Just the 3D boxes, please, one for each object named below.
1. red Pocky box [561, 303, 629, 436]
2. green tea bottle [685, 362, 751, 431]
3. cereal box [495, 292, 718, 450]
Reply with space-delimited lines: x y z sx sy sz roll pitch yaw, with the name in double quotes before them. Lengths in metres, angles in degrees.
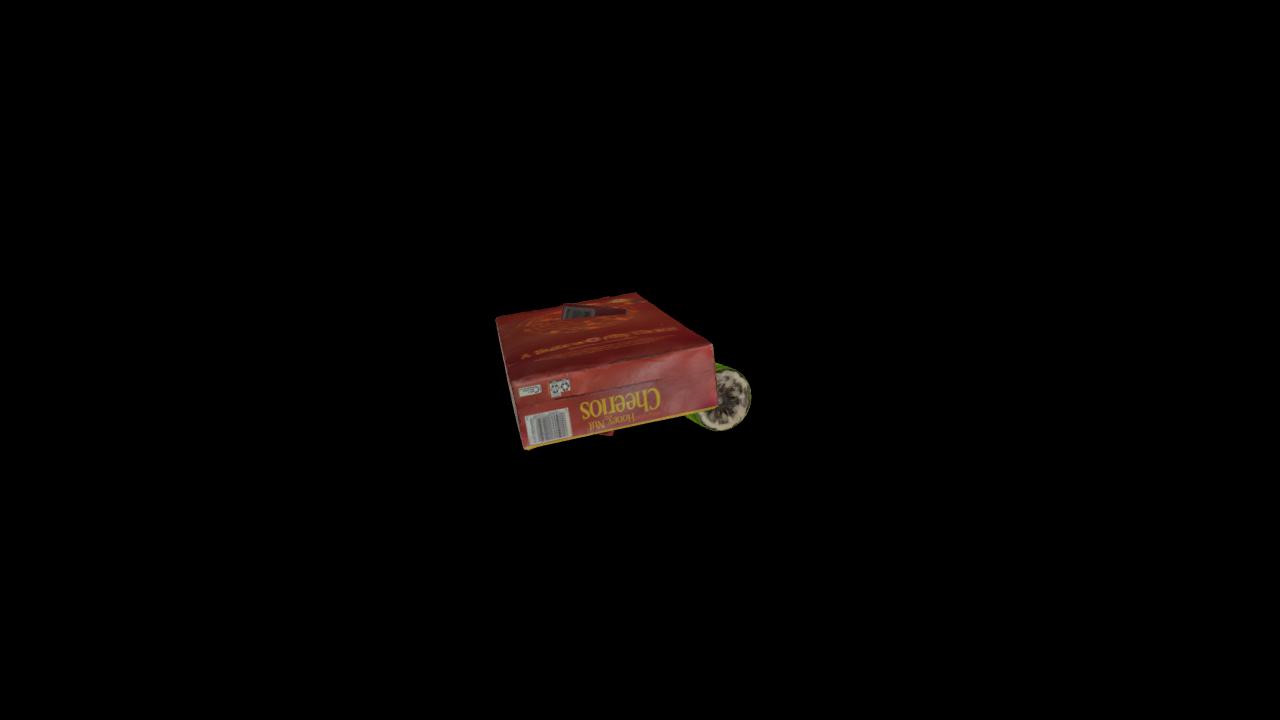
"red Pocky box" -0.063 0.011 0.743 0.083 0.155 0.028 6 -11 9
"green tea bottle" 0.053 0.028 0.733 0.073 0.073 0.212 0 7 -19
"cereal box" -0.058 -0.005 0.726 0.203 0.081 0.306 -11 18 -13
